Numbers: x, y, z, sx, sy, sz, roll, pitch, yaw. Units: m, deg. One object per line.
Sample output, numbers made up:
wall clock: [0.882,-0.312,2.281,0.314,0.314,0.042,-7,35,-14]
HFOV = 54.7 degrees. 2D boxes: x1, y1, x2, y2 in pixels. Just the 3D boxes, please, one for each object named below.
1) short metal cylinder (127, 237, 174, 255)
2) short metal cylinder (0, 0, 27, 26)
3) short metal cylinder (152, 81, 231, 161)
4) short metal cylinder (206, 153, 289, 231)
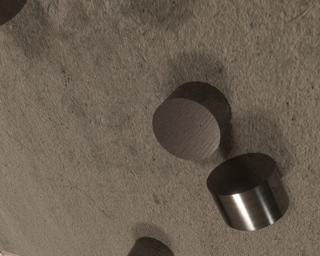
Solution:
short metal cylinder: [-0.020,0.241,0.549,0.080,0.050,0.079,13,124,20]
short metal cylinder: [-0.216,-0.163,0.381,0.080,0.080,0.050,-29,102,37]
short metal cylinder: [0.038,-0.009,0.364,0.080,0.050,0.079,13,124,20]
short metal cylinder: [0.102,0.072,0.362,0.080,0.080,0.050,-15,111,34]
